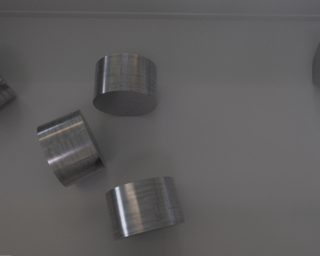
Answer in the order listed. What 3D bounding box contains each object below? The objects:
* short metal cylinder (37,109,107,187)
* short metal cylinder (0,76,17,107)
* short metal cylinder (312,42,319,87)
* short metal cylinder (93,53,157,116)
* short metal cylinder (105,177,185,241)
[{"bbox_3d":[-0.103,0.024,0.371,0.050,0.080,0.080,-25,72,-9],"label":"short metal cylinder"},{"bbox_3d":[-0.235,-0.059,0.400,0.050,0.080,0.080,-42,75,-13],"label":"short metal cylinder"},{"bbox_3d":[0.248,-0.092,0.415,0.050,0.080,0.080,9,70,3],"label":"short metal cylinder"},{"bbox_3d":[-0.044,-0.053,0.399,0.081,0.080,0.050,-1,70,0],"label":"short metal cylinder"},{"bbox_3d":[-0.017,0.090,0.347,0.081,0.080,0.050,-13,71,-5],"label":"short metal cylinder"}]
